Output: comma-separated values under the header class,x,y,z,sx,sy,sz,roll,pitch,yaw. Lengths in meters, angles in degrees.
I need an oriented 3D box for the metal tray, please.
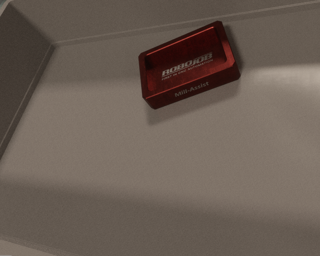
class,x,y,z,sx,sy,sz,roll,pitch,yaw
metal tray,0.037,-0.088,0.436,0.130,0.030,0.090,-19,54,16
